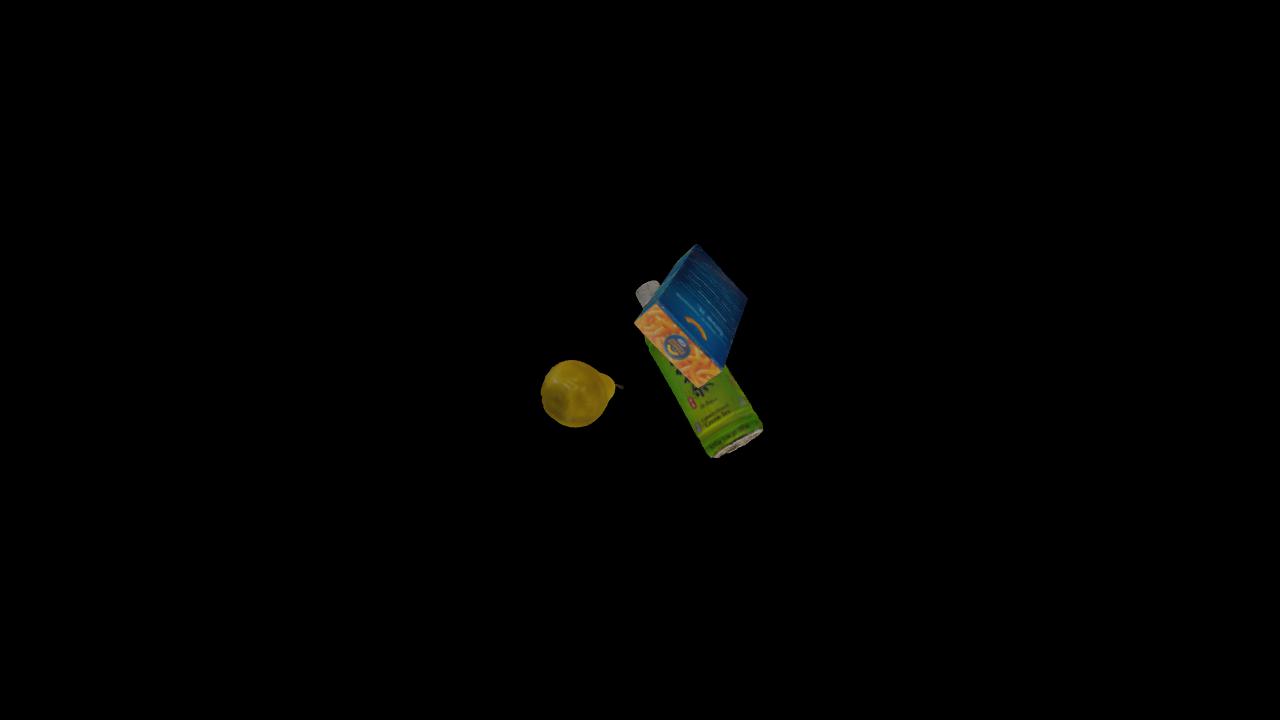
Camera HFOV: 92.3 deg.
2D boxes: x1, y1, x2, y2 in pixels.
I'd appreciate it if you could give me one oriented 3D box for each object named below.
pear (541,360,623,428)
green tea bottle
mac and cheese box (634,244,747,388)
[{"bbox_3d":[-0.063,0.032,0.725,0.080,0.080,0.111,0,15,32],"label":"pear"},{"bbox_3d":[0.056,0.004,0.690,0.073,0.212,0.073,-28,-16,-9],"label":"green tea bottle"},{"bbox_3d":[0.061,-0.054,0.652,0.041,0.093,0.184,-38,10,30],"label":"mac and cheese box"}]
